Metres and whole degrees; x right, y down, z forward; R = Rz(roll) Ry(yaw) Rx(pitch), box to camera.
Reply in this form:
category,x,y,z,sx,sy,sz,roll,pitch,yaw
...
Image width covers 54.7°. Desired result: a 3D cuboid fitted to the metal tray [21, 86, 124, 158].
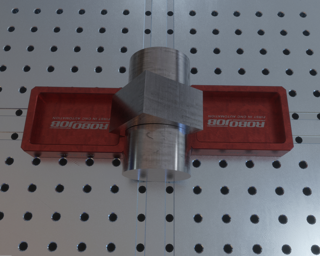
category,x,y,z,sx,sy,sz,roll,pitch,yaw
metal tray,-0.106,-0.008,0.410,0.131,0.030,0.090,1,70,0

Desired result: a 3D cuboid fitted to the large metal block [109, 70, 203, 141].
category,x,y,z,sx,sy,sz,roll,pitch,yaw
large metal block,-0.005,-0.019,0.374,0.081,0.080,0.050,15,66,-31

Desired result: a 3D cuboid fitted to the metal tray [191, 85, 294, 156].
category,x,y,z,sx,sy,sz,roll,pitch,yaw
metal tray,0.102,-0.010,0.413,0.131,0.030,0.090,1,70,0

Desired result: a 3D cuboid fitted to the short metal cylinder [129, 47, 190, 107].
category,x,y,z,sx,sy,sz,roll,pitch,yaw
short metal cylinder,-0.001,-0.062,0.405,0.081,0.080,0.050,1,70,0

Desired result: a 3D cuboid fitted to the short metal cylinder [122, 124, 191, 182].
category,x,y,z,sx,sy,sz,roll,pitch,yaw
short metal cylinder,-0.003,0.032,0.370,0.081,0.080,0.050,2,70,0
